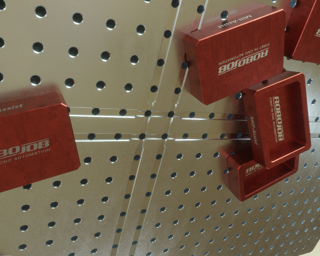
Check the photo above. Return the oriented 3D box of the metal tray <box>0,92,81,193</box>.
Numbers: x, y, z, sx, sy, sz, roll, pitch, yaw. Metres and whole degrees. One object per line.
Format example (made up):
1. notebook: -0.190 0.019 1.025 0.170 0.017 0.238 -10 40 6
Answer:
1. metal tray: -0.160 0.020 0.333 0.131 0.030 0.089 -16 125 -20

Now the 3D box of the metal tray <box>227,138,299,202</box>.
1. metal tray: 0.185 0.065 0.547 0.131 0.030 0.090 -24 127 -14

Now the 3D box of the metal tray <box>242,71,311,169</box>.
1. metal tray: 0.182 -0.012 0.477 0.091 0.030 0.129 -22 112 -15

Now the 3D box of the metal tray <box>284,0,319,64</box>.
1. metal tray: 0.243 -0.141 0.452 0.131 0.030 0.089 0 118 -29

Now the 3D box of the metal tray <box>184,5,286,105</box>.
1. metal tray: 0.100 -0.095 0.403 0.131 0.030 0.090 -24 127 -14
